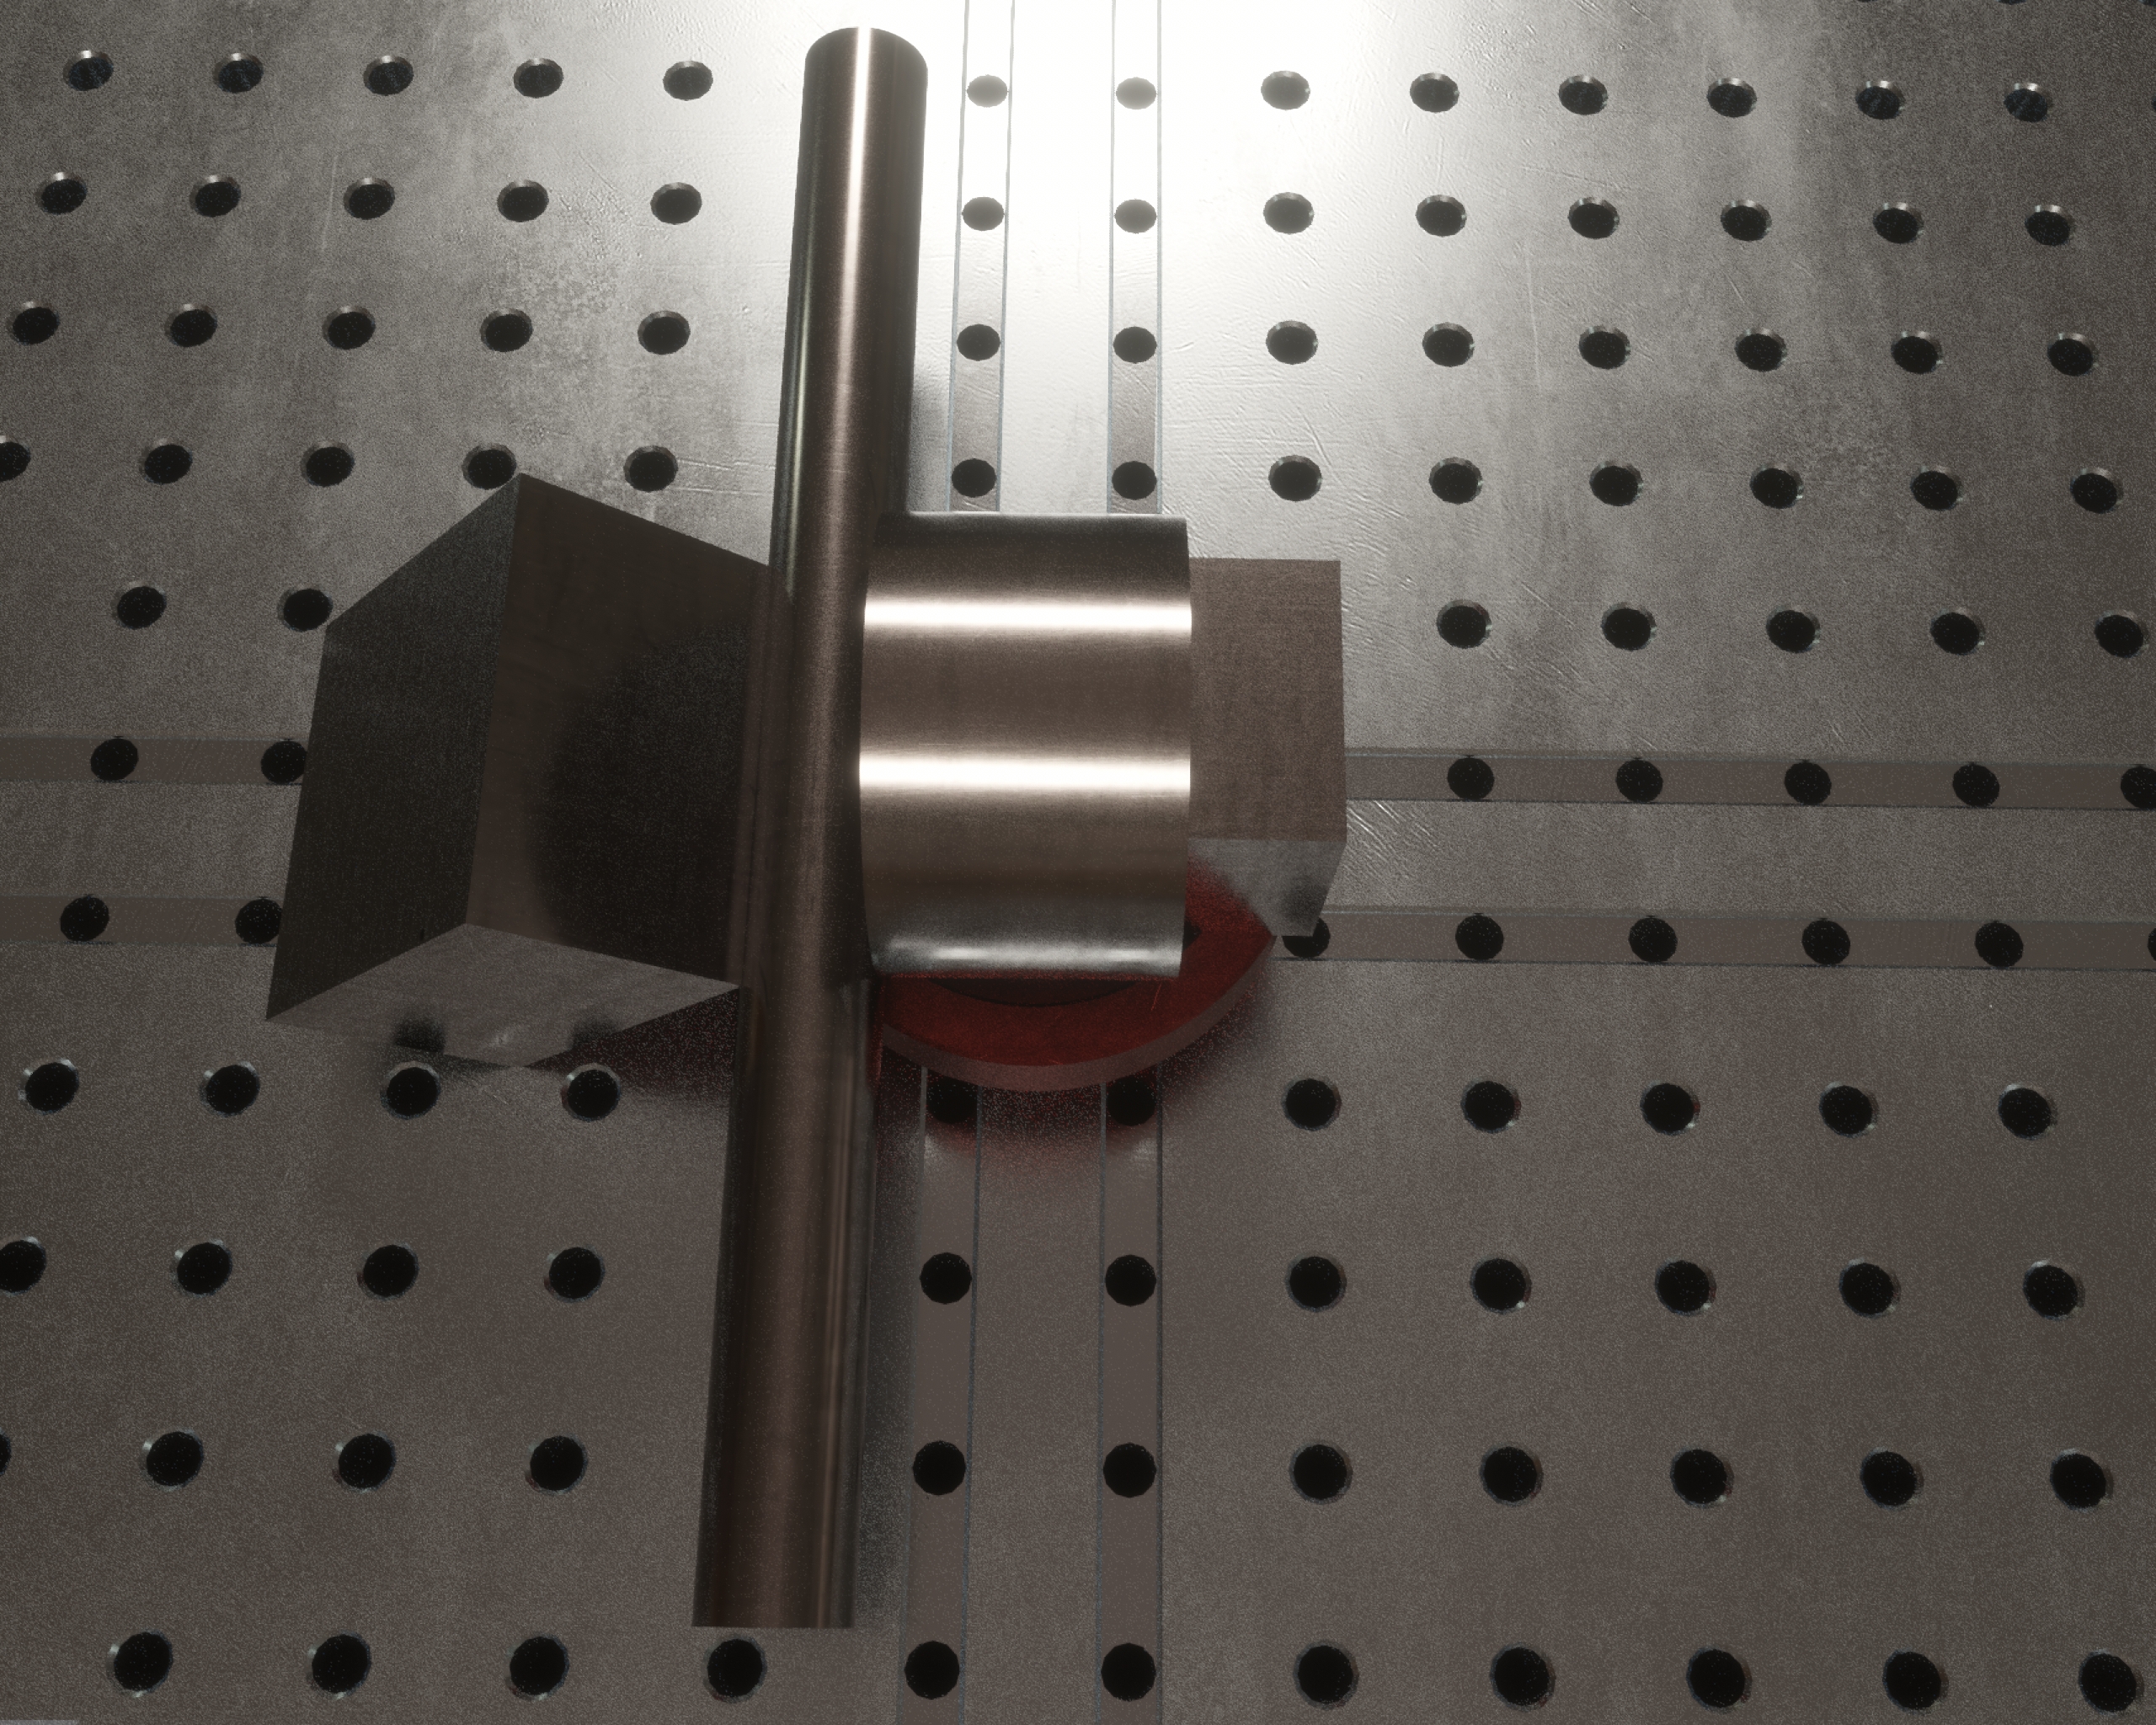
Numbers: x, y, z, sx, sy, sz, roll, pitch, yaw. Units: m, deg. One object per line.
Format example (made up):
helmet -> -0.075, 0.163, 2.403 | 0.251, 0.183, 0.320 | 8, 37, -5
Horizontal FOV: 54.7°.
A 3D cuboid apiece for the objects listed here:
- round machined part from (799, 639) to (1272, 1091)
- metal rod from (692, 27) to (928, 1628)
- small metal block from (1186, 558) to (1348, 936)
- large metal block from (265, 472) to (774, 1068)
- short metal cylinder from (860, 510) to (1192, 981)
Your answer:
round machined part -> -0.008, -0.003, 0.402 | 0.099, 0.042, 0.098 | 0, 70, -1
metal rod -> -0.045, -0.022, 0.375 | 0.025, 0.025, 0.299 | 1, 70, 0
small metal block -> 0.030, -0.019, 0.361 | 0.025, 0.050, 0.050 | 1, 70, 0
large metal block -> -0.102, -0.013, 0.380 | 0.050, 0.080, 0.080 | 18, 64, -38
short metal cylinder -> -0.008, -0.020, 0.358 | 0.050, 0.080, 0.080 | 1, 70, 0
